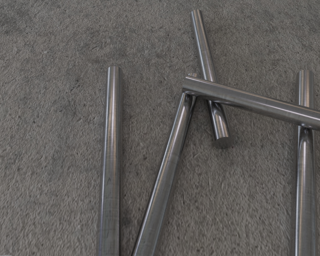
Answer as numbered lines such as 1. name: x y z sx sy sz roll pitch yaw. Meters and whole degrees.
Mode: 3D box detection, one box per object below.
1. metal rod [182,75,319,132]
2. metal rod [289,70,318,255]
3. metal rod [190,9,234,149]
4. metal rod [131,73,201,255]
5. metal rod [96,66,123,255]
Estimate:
1. metal rod: 0.174 -0.015 0.382 0.301 0.025 0.025 18 52 14
2. metal rod: 0.176 0.031 0.377 0.025 0.025 0.300 13 51 11
3. metal rod: 0.074 -0.096 0.483 0.025 0.025 0.300 -2 50 -2
4. metal rod: 0.013 0.039 0.370 0.025 0.025 0.300 11 51 9
5. metal rod: -0.058 0.029 0.377 0.025 0.025 0.300 -3 50 -3
